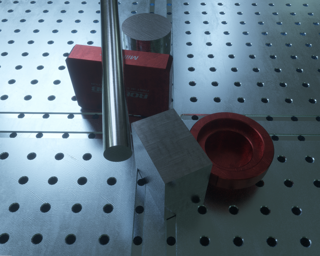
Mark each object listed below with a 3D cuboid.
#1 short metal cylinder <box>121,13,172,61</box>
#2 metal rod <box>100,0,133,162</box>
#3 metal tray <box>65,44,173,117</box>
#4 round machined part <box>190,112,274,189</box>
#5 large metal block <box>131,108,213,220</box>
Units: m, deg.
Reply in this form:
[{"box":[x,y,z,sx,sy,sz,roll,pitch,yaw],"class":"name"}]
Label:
[{"box":[-0.021,-0.147,0.515,0.081,0.050,0.080,0,50,0],"class":"short metal cylinder"},{"box":[-0.057,-0.091,0.365,0.025,0.025,0.300,-6,50,-5],"class":"metal rod"},{"box":[-0.050,-0.060,0.415,0.131,0.089,0.030,8,51,6],"class":"metal tray"},{"box":[0.081,0.031,0.371,0.099,0.042,0.098,0,50,0],"class":"round machined part"},{"box":[0.010,0.040,0.339,0.050,0.080,0.080,-20,53,-16],"class":"large metal block"}]
